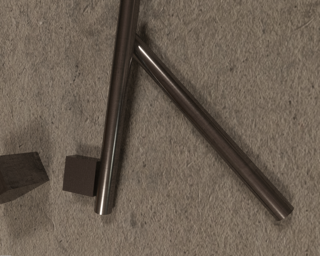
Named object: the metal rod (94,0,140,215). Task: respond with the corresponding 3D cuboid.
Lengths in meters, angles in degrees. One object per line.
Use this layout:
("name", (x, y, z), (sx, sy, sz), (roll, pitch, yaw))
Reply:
("metal rod", (-0.058, -0.028, 0.410), (0.025, 0.025, 0.298), (12, 101, 19))

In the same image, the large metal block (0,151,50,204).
("large metal block", (-0.230, 0.078, 0.459), (0.080, 0.080, 0.050), (-29, 81, 17))

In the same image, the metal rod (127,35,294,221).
("metal rod", (0.051, -0.012, 0.390), (0.025, 0.025, 0.300), (-43, 77, 14))

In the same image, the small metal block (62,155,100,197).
("small metal block", (-0.109, 0.068, 0.446), (0.050, 0.025, 0.050), (7, 92, 19))
